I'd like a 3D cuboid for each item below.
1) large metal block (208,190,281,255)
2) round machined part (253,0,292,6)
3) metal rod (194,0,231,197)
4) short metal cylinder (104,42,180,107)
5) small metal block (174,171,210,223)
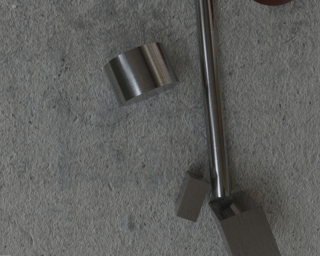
[{"bbox_3d":[0.104,0.131,0.384,0.050,0.080,0.080,-21,90,0],"label":"large metal block"},{"bbox_3d":[0.147,-0.208,0.403,0.099,0.042,0.097,0,90,-1],"label":"round machined part"},{"bbox_3d":[0.068,-0.060,0.410,0.025,0.025,0.298,-5,90,-1],"label":"metal rod"},{"bbox_3d":[-0.022,-0.064,0.382,0.080,0.080,0.050,-22,91,0],"label":"short metal cylinder"},{"bbox_3d":[0.040,0.086,0.398,0.025,0.050,0.050,19,90,0],"label":"small metal block"}]
